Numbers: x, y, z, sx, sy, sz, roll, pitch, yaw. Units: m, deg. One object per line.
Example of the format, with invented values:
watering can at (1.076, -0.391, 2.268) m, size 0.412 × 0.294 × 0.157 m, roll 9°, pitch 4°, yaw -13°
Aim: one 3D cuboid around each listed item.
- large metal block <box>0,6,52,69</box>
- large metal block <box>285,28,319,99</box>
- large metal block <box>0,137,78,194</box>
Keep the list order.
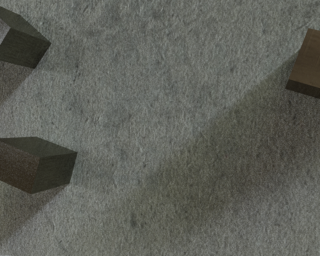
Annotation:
large metal block at (-0.226, -0.138, 0.457) m, size 0.080 × 0.080 × 0.050 m, roll 42°, pitch 103°, yaw 15°
large metal block at (0.180, -0.056, 0.317) m, size 0.080 × 0.080 × 0.050 m, roll 21°, pitch 97°, yaw 18°
large metal block at (-0.180, 0.049, 0.441) m, size 0.080 × 0.080 × 0.050 m, roll 18°, pitch 96°, yaw 19°
